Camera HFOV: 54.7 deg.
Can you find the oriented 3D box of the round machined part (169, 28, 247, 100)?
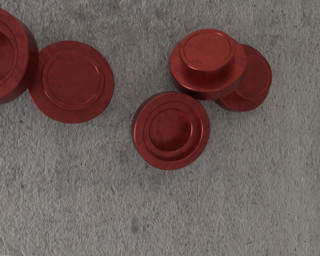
[{"bbox_3d":[0.060,-0.087,0.394,0.098,0.042,0.098,-4,61,7],"label":"round machined part"}]

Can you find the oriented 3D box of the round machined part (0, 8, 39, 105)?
[{"bbox_3d":[-0.173,-0.072,0.323,0.099,0.042,0.097,0,88,6],"label":"round machined part"}]

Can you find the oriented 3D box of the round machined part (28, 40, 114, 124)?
[{"bbox_3d":[-0.102,-0.054,0.362,0.099,0.042,0.097,0,90,-20],"label":"round machined part"}]

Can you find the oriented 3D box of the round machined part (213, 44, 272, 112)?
[{"bbox_3d":[0.120,-0.072,0.444,0.099,0.042,0.097,0,90,-20],"label":"round machined part"}]

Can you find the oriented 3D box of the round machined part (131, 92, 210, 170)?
[{"bbox_3d":[0.011,0.001,0.397,0.099,0.042,0.097,-4,102,-17],"label":"round machined part"}]
